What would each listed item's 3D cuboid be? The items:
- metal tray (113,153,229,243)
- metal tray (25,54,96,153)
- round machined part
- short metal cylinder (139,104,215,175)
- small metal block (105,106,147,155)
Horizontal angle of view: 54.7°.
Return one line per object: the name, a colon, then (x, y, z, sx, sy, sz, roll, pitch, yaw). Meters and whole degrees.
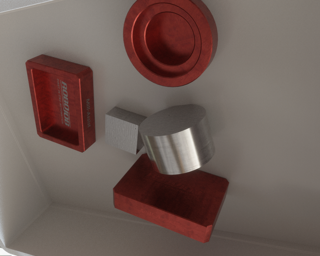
metal tray: (0.016, 0.086, 0.410, 0.130, 0.090, 0.030, 16, 125, 18)
metal tray: (-0.143, -0.034, 0.457, 0.090, 0.030, 0.129, 18, 125, 17)
round machined part: (0.014, -0.097, 0.330, 0.098, 0.042, 0.097, 13, 124, 20)
short metal cylinder: (0.021, 0.012, 0.368, 0.080, 0.080, 0.050, -4, 117, 29)
small metal block: (-0.048, 0.003, 0.435, 0.050, 0.025, 0.050, 19, 126, 16)
